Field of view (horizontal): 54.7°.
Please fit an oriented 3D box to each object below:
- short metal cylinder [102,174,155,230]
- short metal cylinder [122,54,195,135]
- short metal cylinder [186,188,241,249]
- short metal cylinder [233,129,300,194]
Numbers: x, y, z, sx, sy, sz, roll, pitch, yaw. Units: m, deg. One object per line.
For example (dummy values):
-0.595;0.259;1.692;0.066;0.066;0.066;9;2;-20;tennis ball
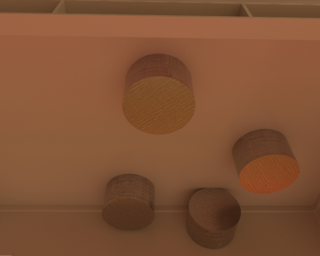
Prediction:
-0.048;0.118;0.493;0.081;0.050;0.079;0;130;0;short metal cylinder
-0.001;-0.039;0.360;0.081;0.050;0.079;0;130;0;short metal cylinder
0.084;0.143;0.496;0.081;0.080;0.050;1;130;-1;short metal cylinder
0.147;0.048;0.436;0.081;0.050;0.079;0;130;0;short metal cylinder
